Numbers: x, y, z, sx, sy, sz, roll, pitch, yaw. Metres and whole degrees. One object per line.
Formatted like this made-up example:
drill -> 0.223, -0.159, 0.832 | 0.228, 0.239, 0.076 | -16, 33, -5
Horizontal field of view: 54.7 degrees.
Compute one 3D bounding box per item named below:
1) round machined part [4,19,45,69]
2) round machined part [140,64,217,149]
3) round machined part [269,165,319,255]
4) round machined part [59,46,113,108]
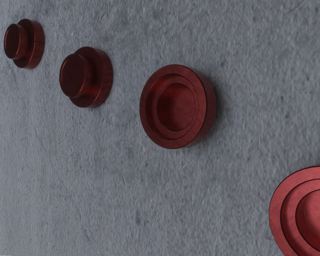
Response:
round machined part -> -0.275, -0.169, 0.617 | 0.098, 0.042, 0.097 | 0, 90, 39
round machined part -> 0.025, -0.024, 0.372 | 0.098, 0.042, 0.097 | 0, 90, 39
round machined part -> 0.151, 0.080, 0.269 | 0.098, 0.042, 0.097 | 0, 90, 39
round machined part -> -0.123, -0.081, 0.493 | 0.098, 0.042, 0.097 | 0, 90, 39
